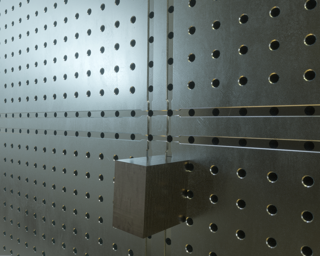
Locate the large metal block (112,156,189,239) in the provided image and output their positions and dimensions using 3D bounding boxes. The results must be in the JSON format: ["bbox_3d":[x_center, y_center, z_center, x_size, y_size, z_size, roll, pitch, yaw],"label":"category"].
[{"bbox_3d":[-0.010,0.079,0.383,0.050,0.081,0.080,5,93,40],"label":"large metal block"}]
